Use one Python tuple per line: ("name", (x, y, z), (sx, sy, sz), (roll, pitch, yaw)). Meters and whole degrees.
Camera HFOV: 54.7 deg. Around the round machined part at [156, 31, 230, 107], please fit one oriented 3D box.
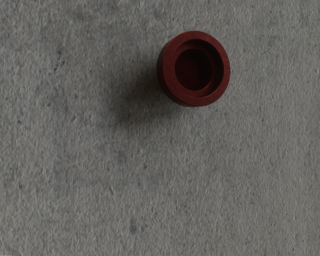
("round machined part", (0.041, -0.076, 0.416), (0.099, 0.042, 0.097), (0, 90, -21))
